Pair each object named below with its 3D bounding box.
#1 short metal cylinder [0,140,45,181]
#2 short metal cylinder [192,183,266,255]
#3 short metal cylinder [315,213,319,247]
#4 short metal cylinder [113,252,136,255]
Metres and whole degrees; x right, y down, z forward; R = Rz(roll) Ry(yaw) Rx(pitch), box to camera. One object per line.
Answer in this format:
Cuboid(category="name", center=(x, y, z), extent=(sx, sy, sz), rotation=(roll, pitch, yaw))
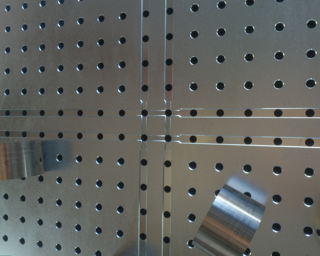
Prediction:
Cuboid(category="short metal cylinder", center=(-0.215, 0.047, 0.457), extent=(0.080, 0.080, 0.050), rotation=(-7, 88, 19))
Cuboid(category="short metal cylinder", center=(0.078, 0.111, 0.355), extent=(0.050, 0.080, 0.080), rotation=(29, 99, 17))
Cuboid(category="short metal cylinder", center=(0.211, 0.119, 0.325), extent=(0.080, 0.050, 0.079), rotation=(0, 90, 19))
Cuboid(category="short metal cylinder", center=(-0.055, 0.218, 0.418), extent=(0.080, 0.050, 0.079), rotation=(0, 90, 19))
